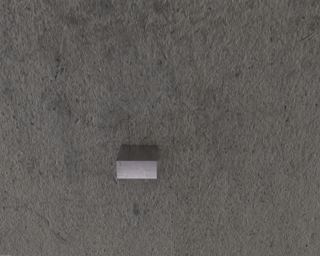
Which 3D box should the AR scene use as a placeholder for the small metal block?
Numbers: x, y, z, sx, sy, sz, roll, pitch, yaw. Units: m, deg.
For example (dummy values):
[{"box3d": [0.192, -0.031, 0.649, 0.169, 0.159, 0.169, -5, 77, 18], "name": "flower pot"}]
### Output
[{"box3d": [-0.029, 0.044, 0.412, 0.050, 0.050, 0.025, 0, 110, 0], "name": "small metal block"}]
